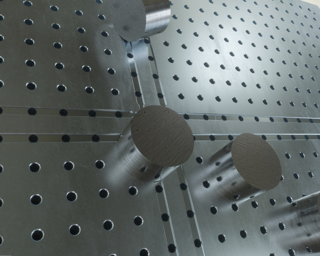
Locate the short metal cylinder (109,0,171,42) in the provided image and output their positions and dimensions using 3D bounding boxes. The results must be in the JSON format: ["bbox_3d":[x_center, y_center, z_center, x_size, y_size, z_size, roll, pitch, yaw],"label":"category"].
[{"bbox_3d":[-0.031,-0.175,0.463,0.050,0.080,0.080,-30,79,-38],"label":"short metal cylinder"}]

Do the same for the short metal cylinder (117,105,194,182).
[{"bbox_3d":[-0.006,0.019,0.377,0.081,0.050,0.080,14,56,-21],"label":"short metal cylinder"}]

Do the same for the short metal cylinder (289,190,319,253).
[{"bbox_3d":[0.233,0.131,0.438,0.081,0.050,0.080,14,56,-21],"label":"short metal cylinder"}]

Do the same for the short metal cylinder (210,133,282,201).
[{"bbox_3d":[0.116,0.054,0.421,0.081,0.050,0.080,14,56,-21],"label":"short metal cylinder"}]
